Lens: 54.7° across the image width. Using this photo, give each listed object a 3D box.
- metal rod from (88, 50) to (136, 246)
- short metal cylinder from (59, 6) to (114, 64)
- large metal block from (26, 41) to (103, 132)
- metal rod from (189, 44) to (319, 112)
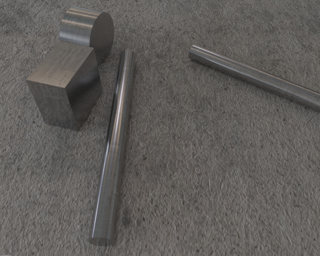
[{"bbox_3d":[-0.055,-0.002,0.404,0.025,0.025,0.300,1,50,1],"label":"metal rod"},{"bbox_3d":[-0.113,-0.146,0.489,0.050,0.080,0.080,16,52,13],"label":"short metal cylinder"},{"bbox_3d":[-0.121,-0.055,0.413,0.050,0.080,0.080,13,51,10],"label":"large metal block"},{"bbox_3d":[0.178,-0.061,0.455,0.300,0.025,0.025,28,55,21],"label":"metal rod"}]
